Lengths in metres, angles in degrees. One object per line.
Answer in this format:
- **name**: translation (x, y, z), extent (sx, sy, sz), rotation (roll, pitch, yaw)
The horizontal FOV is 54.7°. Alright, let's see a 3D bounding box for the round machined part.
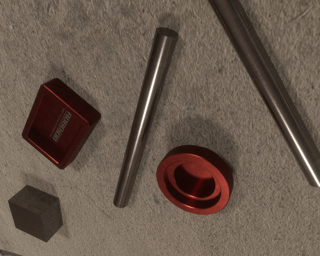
- **round machined part**: translation (0.048, 0.063, 0.408), extent (0.098, 0.042, 0.097), rotation (13, 124, 20)

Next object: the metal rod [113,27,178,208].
- **metal rod**: translation (-0.029, 0.009, 0.426), extent (0.025, 0.025, 0.298), rotation (26, 128, 11)

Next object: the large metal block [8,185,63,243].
- **large metal block**: translation (-0.249, 0.172, 0.625), extent (0.080, 0.050, 0.079), rotation (17, 125, 18)

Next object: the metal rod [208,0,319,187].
- **metal rod**: translation (0.100, -0.064, 0.314), extent (0.025, 0.025, 0.299), rotation (-24, 106, 36)

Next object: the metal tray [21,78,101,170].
- **metal tray**: translation (-0.157, -0.002, 0.482), extent (0.090, 0.030, 0.129), rotation (40, 129, 0)
